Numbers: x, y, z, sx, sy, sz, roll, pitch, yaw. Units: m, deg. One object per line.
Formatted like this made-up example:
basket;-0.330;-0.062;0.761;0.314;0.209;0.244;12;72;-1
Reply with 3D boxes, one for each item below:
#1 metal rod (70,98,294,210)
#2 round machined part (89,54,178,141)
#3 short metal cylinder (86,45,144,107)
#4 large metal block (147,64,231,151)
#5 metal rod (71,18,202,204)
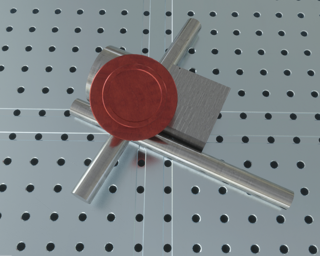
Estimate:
metal rod;0.022;0.030;0.400;0.301;0.025;0.025;23;72;8
round machined part;-0.029;-0.034;0.345;0.099;0.042;0.097;0;90;-7
short metal cylinder;-0.053;-0.060;0.403;0.050;0.080;0.080;24;72;8
large metal block;0.035;-0.024;0.404;0.080;0.050;0.080;24;72;8
metal rod;-0.018;-0.039;0.405;0.025;0.025;0.300;27;64;9
